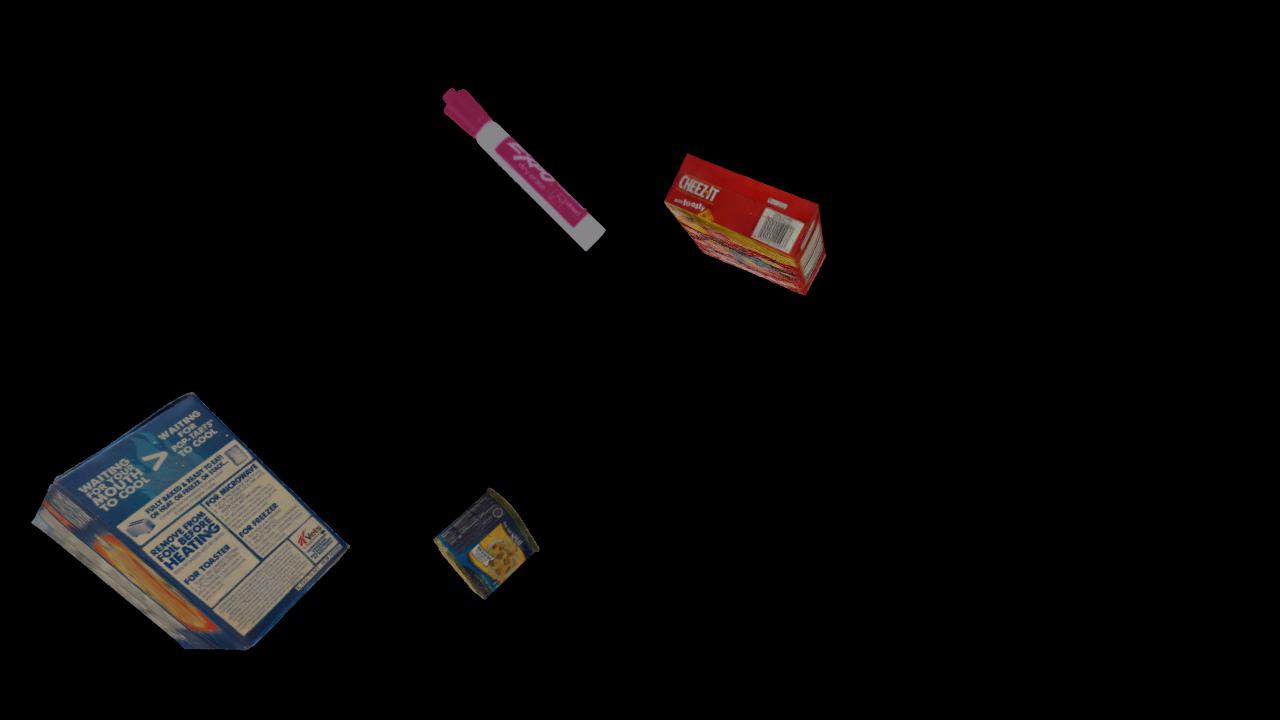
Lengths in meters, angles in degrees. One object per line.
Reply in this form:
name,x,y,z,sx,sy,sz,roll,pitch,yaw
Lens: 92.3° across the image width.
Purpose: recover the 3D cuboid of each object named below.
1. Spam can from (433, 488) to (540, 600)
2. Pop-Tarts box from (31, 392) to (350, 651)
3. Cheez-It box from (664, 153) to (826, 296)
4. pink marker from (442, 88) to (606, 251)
Spam can,-0.177,0.215,0.714,0.058,0.101,0.085,22,53,41
Pop-Tarts box,-0.307,0.118,0.419,0.167,0.141,0.083,-24,21,40
Cheez-It box,0.140,-0.159,0.767,0.166,0.071,0.223,28,3,19
pink marker,-0.070,-0.115,0.371,0.121,0.020,0.020,44,-11,-12
